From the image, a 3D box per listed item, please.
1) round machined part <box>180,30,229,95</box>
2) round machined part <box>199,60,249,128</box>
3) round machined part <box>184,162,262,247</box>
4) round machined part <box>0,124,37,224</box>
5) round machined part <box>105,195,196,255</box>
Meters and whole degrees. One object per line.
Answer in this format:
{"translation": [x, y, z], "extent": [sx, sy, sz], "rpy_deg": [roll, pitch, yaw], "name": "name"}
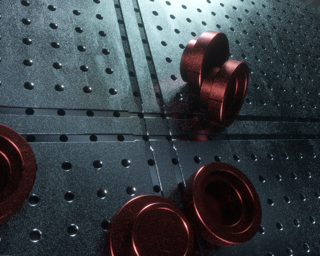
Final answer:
{"translation": [0.065, -0.098, 0.471], "extent": [0.042, 0.097, 0.099], "rpy_deg": [20, 44, 29], "name": "round machined part"}
{"translation": [0.092, -0.053, 0.458], "extent": [0.042, 0.097, 0.099], "rpy_deg": [20, 44, 28], "name": "round machined part"}
{"translation": [0.072, 0.095, 0.380], "extent": [0.099, 0.042, 0.098], "rpy_deg": [14, 56, -22], "name": "round machined part"}
{"translation": [-0.167, 0.045, 0.280], "extent": [0.099, 0.042, 0.098], "rpy_deg": [14, 56, -21], "name": "round machined part"}
{"translation": [-0.004, 0.117, 0.325], "extent": [0.099, 0.042, 0.098], "rpy_deg": [14, 56, -21], "name": "round machined part"}
